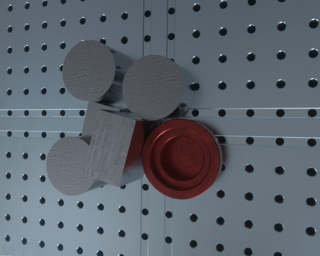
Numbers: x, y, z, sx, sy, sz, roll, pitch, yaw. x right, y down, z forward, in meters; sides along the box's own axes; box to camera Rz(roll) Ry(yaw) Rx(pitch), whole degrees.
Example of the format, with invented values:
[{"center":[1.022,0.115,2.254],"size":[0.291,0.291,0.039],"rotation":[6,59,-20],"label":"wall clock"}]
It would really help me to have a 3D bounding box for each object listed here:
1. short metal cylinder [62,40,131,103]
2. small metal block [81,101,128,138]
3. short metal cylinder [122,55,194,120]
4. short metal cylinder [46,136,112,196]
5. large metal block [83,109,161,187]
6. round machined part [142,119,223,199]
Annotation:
[{"center":[-0.086,-0.076,0.429],"size":[0.080,0.050,0.080],"rotation":[0,90,20],"label":"short metal cylinder"},{"center":[-0.079,-0.008,0.440],"size":[0.050,0.025,0.050],"rotation":[16,95,19],"label":"small metal block"},{"center":[-0.001,-0.049,0.399],"size":[0.080,0.050,0.080],"rotation":[0,90,20],"label":"short metal cylinder"},{"center":[-0.111,0.051,0.438],"size":[0.080,0.050,0.080],"rotation":[0,90,20],"label":"short metal cylinder"},{"center":[-0.046,0.023,0.396],"size":[0.050,0.080,0.080],"rotation":[17,96,19],"label":"large metal block"},{"center":[0.030,0.037,0.393],"size":[0.098,0.042,0.097],"rotation":[0,90,20],"label":"round machined part"}]
